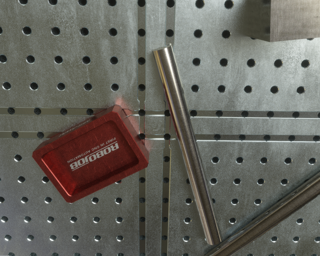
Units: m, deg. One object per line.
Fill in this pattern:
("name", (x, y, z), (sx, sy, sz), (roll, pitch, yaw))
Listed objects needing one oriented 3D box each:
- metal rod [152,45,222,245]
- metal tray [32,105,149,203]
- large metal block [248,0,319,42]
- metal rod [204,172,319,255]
("metal rod", (0.043, 0.037, 0.427), (0.025, 0.025, 0.298), (-15, 110, 5))
("metal tray", (-0.092, 0.037, 0.423), (0.130, 0.030, 0.090), (-27, 108, 9))
("large metal block", (0.148, -0.127, 0.339), (0.080, 0.080, 0.050), (-5, 110, 1))
("metal rod", (0.187, 0.118, 0.459), (0.300, 0.025, 0.025), (-42, 105, 13))
